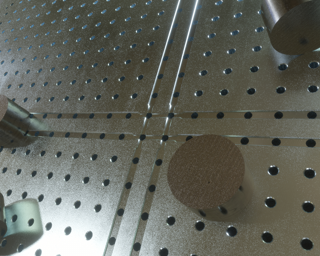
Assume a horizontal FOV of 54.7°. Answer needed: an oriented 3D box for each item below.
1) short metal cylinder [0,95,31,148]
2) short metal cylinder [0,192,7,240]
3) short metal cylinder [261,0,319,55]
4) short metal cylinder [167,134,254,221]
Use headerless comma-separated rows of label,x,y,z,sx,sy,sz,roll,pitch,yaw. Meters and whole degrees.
short metal cylinder,-0.277,-0.011,0.541,0.080,0.050,0.080,-13,56,20
short metal cylinder,-0.259,0.126,0.428,0.080,0.080,0.050,-35,52,5
short metal cylinder,0.167,-0.133,0.367,0.080,0.080,0.050,-16,56,19
short metal cylinder,0.055,0.053,0.330,0.080,0.050,0.080,-13,56,20
